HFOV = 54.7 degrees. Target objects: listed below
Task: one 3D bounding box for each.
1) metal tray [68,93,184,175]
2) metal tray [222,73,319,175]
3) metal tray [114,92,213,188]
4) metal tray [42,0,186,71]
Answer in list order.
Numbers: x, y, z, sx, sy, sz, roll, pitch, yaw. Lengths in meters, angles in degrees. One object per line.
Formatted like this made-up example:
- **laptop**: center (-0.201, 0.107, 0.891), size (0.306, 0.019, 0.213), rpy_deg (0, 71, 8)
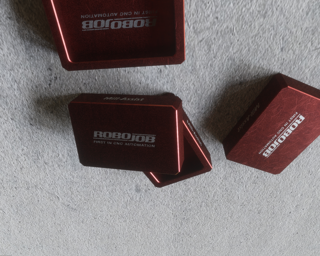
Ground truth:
- **metal tray**: center (-0.039, 0.006, 0.376), size (0.131, 0.030, 0.089), rpy_deg (3, 117, 14)
- **metal tray**: center (0.154, 0.001, 0.406), size (0.091, 0.030, 0.129), rpy_deg (18, 128, -15)
- **metal tray**: center (0.005, 0.022, 0.422), size (0.090, 0.030, 0.130), rpy_deg (-22, 127, 17)
- **metal tray**: center (-0.041, -0.107, 0.311), size (0.131, 0.030, 0.089), rpy_deg (-3, 130, 2)
